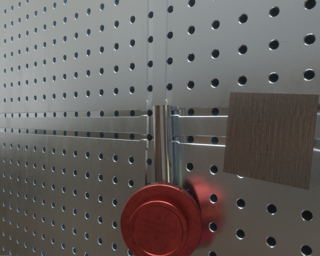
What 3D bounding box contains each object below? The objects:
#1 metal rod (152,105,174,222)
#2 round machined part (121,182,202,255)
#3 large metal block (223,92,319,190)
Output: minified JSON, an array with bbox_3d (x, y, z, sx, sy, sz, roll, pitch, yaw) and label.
[{"bbox_3d":[0.008,0.120,0.402,0.025,0.025,0.298,-3,88,40],"label":"metal rod"},{"bbox_3d":[0.001,0.116,0.369,0.098,0.042,0.097,0,89,8],"label":"round machined part"},{"bbox_3d":[0.113,0.008,0.300,0.080,0.050,0.079,7,95,39],"label":"large metal block"}]
